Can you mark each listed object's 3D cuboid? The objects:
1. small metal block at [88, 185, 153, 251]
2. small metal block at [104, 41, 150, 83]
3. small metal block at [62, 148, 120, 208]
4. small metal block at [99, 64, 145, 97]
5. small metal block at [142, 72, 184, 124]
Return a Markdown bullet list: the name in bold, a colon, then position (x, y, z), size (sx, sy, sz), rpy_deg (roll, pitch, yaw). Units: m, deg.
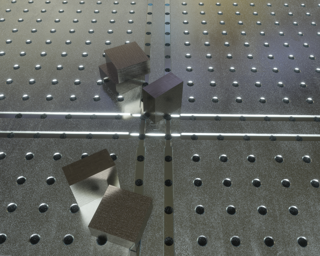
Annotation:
- **small metal block**: position (-0.040, 0.094, 0.328), size (0.050, 0.025, 0.050), rpy_deg (15, 51, 12)
- **small metal block**: position (-0.048, -0.098, 0.457), size (0.050, 0.025, 0.050), rpy_deg (-22, 54, -18)
- **small metal block**: position (-0.075, 0.056, 0.343), size (0.050, 0.050, 0.025), rpy_deg (-24, 54, -19)
- **small metal block**: position (-0.058, -0.081, 0.475), size (0.050, 0.025, 0.050), rpy_deg (-29, 56, -23)
- **small metal block**: position (0.004, -0.041, 0.426), size (0.050, 0.050, 0.025), rpy_deg (-34, 58, -26)
